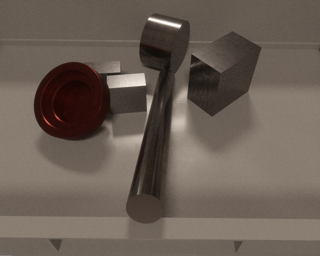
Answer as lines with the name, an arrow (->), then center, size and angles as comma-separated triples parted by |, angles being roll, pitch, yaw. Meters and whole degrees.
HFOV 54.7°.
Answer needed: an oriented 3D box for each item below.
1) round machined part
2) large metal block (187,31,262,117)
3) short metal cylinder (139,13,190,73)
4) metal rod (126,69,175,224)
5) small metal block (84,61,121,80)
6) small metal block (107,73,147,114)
round machined part -> -0.108, -0.032, 0.400 | 0.098, 0.042, 0.098 | -4, 78, 17
large metal block -> 0.087, -0.075, 0.434 | 0.080, 0.080, 0.050 | -34, 58, -25
short metal cylinder -> 0.009, -0.131, 0.480 | 0.050, 0.080, 0.080 | 19, 53, 15
metal rod -> 0.000, -0.012, 0.338 | 0.025, 0.025, 0.301 | 4, 26, 3
small metal block -> -0.080, -0.067, 0.444 | 0.050, 0.050, 0.025 | -4, 50, -4
small metal block -> -0.045, -0.047, 0.428 | 0.050, 0.050, 0.025 | -5, 50, -5
